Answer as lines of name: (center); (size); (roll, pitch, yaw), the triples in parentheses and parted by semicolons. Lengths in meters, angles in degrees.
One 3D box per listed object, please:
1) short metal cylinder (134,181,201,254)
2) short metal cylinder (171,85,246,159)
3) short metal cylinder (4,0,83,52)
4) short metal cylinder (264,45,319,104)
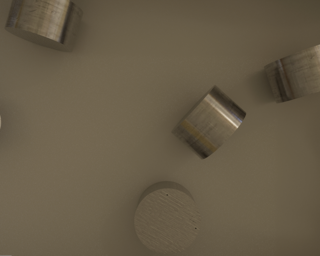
short metal cylinder: (0.009, 0.113, 0.399); (0.081, 0.050, 0.079); (0, 90, -1)
short metal cylinder: (0.059, -0.007, 0.385); (0.050, 0.080, 0.080); (42, 90, -1)
short metal cylinder: (-0.141, -0.132, 0.382); (0.080, 0.080, 0.050); (16, 90, -1)
short metal cylinder: (0.178, -0.067, 0.386); (0.080, 0.080, 0.050); (-19, 90, 0)
